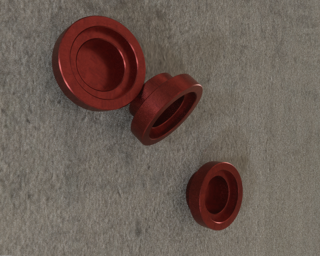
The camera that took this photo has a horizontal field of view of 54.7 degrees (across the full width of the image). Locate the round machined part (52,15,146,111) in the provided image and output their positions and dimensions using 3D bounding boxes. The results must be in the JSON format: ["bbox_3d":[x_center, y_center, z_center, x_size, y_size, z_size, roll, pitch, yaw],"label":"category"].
[{"bbox_3d":[-0.068,-0.066,0.335,0.099,0.042,0.097,2,87,-37],"label":"round machined part"}]

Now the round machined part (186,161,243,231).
[{"bbox_3d":[0.077,0.098,0.461,0.099,0.042,0.097,0,90,-40],"label":"round machined part"}]

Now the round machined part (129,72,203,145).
[{"bbox_3d":[0.002,-0.028,0.374,0.099,0.097,0.042,-31,68,-36],"label":"round machined part"}]
